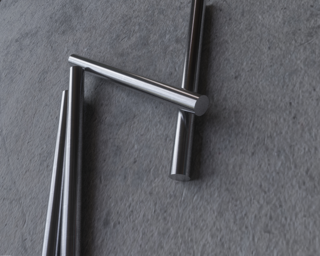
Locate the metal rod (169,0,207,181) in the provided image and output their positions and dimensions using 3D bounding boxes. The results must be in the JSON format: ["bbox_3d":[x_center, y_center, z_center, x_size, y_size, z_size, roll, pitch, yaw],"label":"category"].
[{"bbox_3d":[0.042,-0.074,0.425,0.025,0.025,0.299,-5,59,25],"label":"metal rod"}]

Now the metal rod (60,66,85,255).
[{"bbox_3d":[-0.121,0.032,0.436,0.025,0.025,0.299,-18,57,17],"label":"metal rod"}]

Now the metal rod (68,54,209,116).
[{"bbox_3d":[-0.053,-0.073,0.455,0.300,0.025,0.025,25,75,42],"label":"metal rod"}]

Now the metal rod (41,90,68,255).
[{"bbox_3d":[-0.139,0.070,0.431,0.025,0.025,0.299,-17,55,18],"label":"metal rod"}]
